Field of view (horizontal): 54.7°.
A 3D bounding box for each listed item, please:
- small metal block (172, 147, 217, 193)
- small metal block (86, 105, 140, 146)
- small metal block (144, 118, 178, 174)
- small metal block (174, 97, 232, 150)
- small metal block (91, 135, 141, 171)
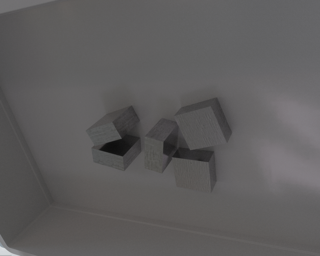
[{"bbox_3d":[0.047,0.056,0.419,0.050,0.025,0.050,5,121,25],"label":"small metal block"},{"bbox_3d":[-0.064,-0.003,0.424,0.050,0.050,0.025,-16,110,34],"label":"small metal block"},{"bbox_3d":[0.002,0.022,0.405,0.025,0.050,0.050,15,125,20],"label":"small metal block"},{"bbox_3d":[0.053,-0.004,0.378,0.050,0.025,0.050,-14,111,34],"label":"small metal block"},{"bbox_3d":[-0.061,0.031,0.444,0.050,0.050,0.025,12,124,21],"label":"small metal block"}]
